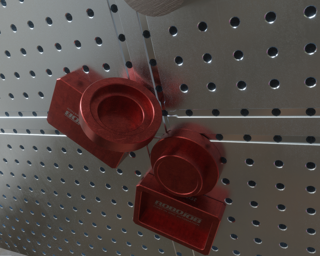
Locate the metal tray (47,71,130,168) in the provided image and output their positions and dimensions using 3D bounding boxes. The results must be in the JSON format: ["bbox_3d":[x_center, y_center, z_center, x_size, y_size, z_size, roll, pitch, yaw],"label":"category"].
[{"bbox_3d":[-0.097,-0.010,0.451,0.130,0.030,0.089,35,129,4],"label":"metal tray"}]

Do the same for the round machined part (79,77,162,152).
[{"bbox_3d":[-0.050,-0.012,0.383,0.098,0.098,0.042,35,142,5],"label":"round machined part"}]

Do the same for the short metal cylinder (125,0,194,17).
[{"bbox_3d":[0.002,-0.154,0.298,0.080,0.050,0.079,13,124,20],"label":"short metal cylinder"}]

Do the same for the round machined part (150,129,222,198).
[{"bbox_3d":[0.030,0.054,0.416,0.098,0.042,0.097,13,124,20],"label":"round machined part"}]

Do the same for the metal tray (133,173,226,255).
[{"bbox_3d":[0.025,0.132,0.474,0.130,0.030,0.089,19,126,16],"label":"metal tray"}]
